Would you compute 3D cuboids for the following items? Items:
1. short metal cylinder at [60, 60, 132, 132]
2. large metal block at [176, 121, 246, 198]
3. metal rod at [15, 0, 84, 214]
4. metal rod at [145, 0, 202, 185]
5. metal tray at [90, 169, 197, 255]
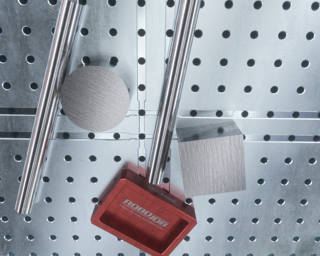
[{"bbox_3d":[-0.076,-0.041,0.384,0.081,0.050,0.079,0,110,-1],"label":"short metal cylinder"},{"bbox_3d":[0.067,0.041,0.416,0.080,0.050,0.079,-8,110,2],"label":"large metal block"},{"bbox_3d":[-0.150,-0.014,0.406,0.025,0.025,0.298,18,109,-7],"label":"metal rod"},{"bbox_3d":[0.019,-0.064,0.390,0.025,0.025,0.298,10,110,-4],"label":"metal rod"},{"bbox_3d":[-0.023,0.130,0.458,0.130,0.030,0.090,33,106,-12],"label":"metal tray"}]
